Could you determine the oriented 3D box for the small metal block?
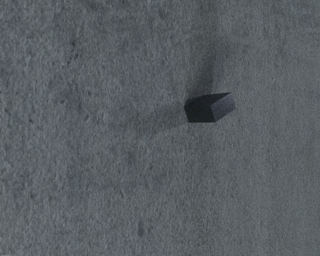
[{"bbox_3d":[0.072,-0.029,0.448,0.050,0.050,0.025,-31,109,-36],"label":"small metal block"}]
